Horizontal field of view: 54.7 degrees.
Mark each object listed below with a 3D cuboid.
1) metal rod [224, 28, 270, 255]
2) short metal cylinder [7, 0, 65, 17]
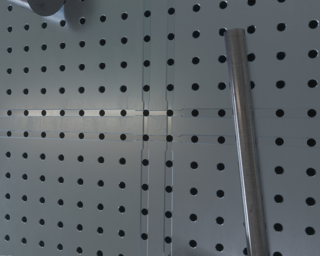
[{"bbox_3d":[0.106,0.030,0.375,0.025,0.025,0.298,-6,88,20],"label":"metal rod"},{"bbox_3d":[-0.181,-0.209,0.447,0.050,0.080,0.080,25,98,18],"label":"short metal cylinder"}]
